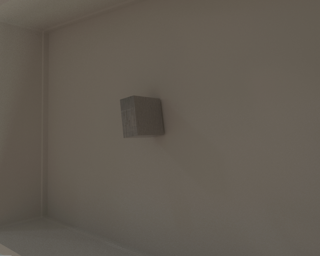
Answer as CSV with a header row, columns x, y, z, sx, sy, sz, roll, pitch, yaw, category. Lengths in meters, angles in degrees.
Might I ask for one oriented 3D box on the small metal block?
x,y,z,sx,sy,sz,roll,pitch,yaw,category
-0.023,-0.014,0.406,0.025,0.050,0.050,-11,82,40,small metal block
